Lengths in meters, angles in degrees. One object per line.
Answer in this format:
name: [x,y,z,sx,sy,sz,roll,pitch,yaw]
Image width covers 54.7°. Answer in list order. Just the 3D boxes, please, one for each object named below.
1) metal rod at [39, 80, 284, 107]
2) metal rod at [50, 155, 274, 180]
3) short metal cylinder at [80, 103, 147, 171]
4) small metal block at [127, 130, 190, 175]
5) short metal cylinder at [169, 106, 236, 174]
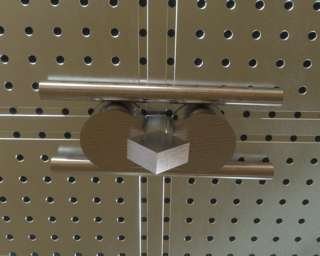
metal rod: [0.002,-0.043,0.394,0.302,0.025,0.025,2,110,-1]
metal rod: [0.004,0.055,0.430,0.302,0.025,0.025,2,110,-1]
short metal cylinder: [-0.057,0.008,0.399,0.081,0.050,0.079,0,110,0]
small metal block: [-0.002,0.026,0.357,0.050,0.050,0.025,-14,116,-42]
short metal cylinder: [0.053,0.012,0.401,0.081,0.050,0.079,0,110,0]
